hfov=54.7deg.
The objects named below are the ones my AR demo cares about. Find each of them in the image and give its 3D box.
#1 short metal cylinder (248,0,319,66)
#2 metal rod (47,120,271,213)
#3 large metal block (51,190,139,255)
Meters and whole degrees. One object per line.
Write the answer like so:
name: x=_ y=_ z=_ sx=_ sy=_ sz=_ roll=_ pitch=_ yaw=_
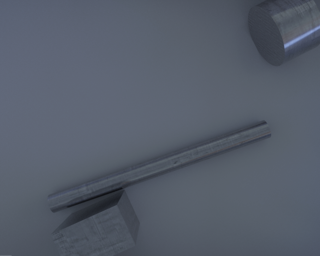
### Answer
short metal cylinder: x=0.154 y=-0.124 z=0.386 sx=0.050 sy=0.080 sz=0.080 roll=-27 pitch=90 yaw=0
metal rod: x=0.000 y=0.051 z=0.411 sx=0.302 sy=0.025 sz=0.025 roll=-19 pitch=90 yaw=-1
large metal block: x=-0.074 y=0.124 z=0.383 sx=0.080 sy=0.080 sz=0.050 roll=-24 pitch=90 yaw=0
